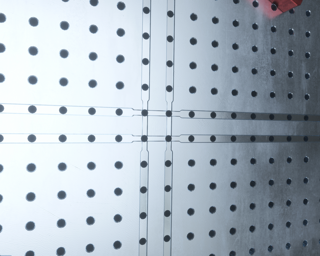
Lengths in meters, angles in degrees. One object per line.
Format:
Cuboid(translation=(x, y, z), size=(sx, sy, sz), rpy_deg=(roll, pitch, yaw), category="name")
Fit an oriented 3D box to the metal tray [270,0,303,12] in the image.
Cuboid(translation=(0.200, -0.261, 0.482), size=(0.090, 0.030, 0.130), rpy_deg=(31, 80, -18), category="metal tray")
